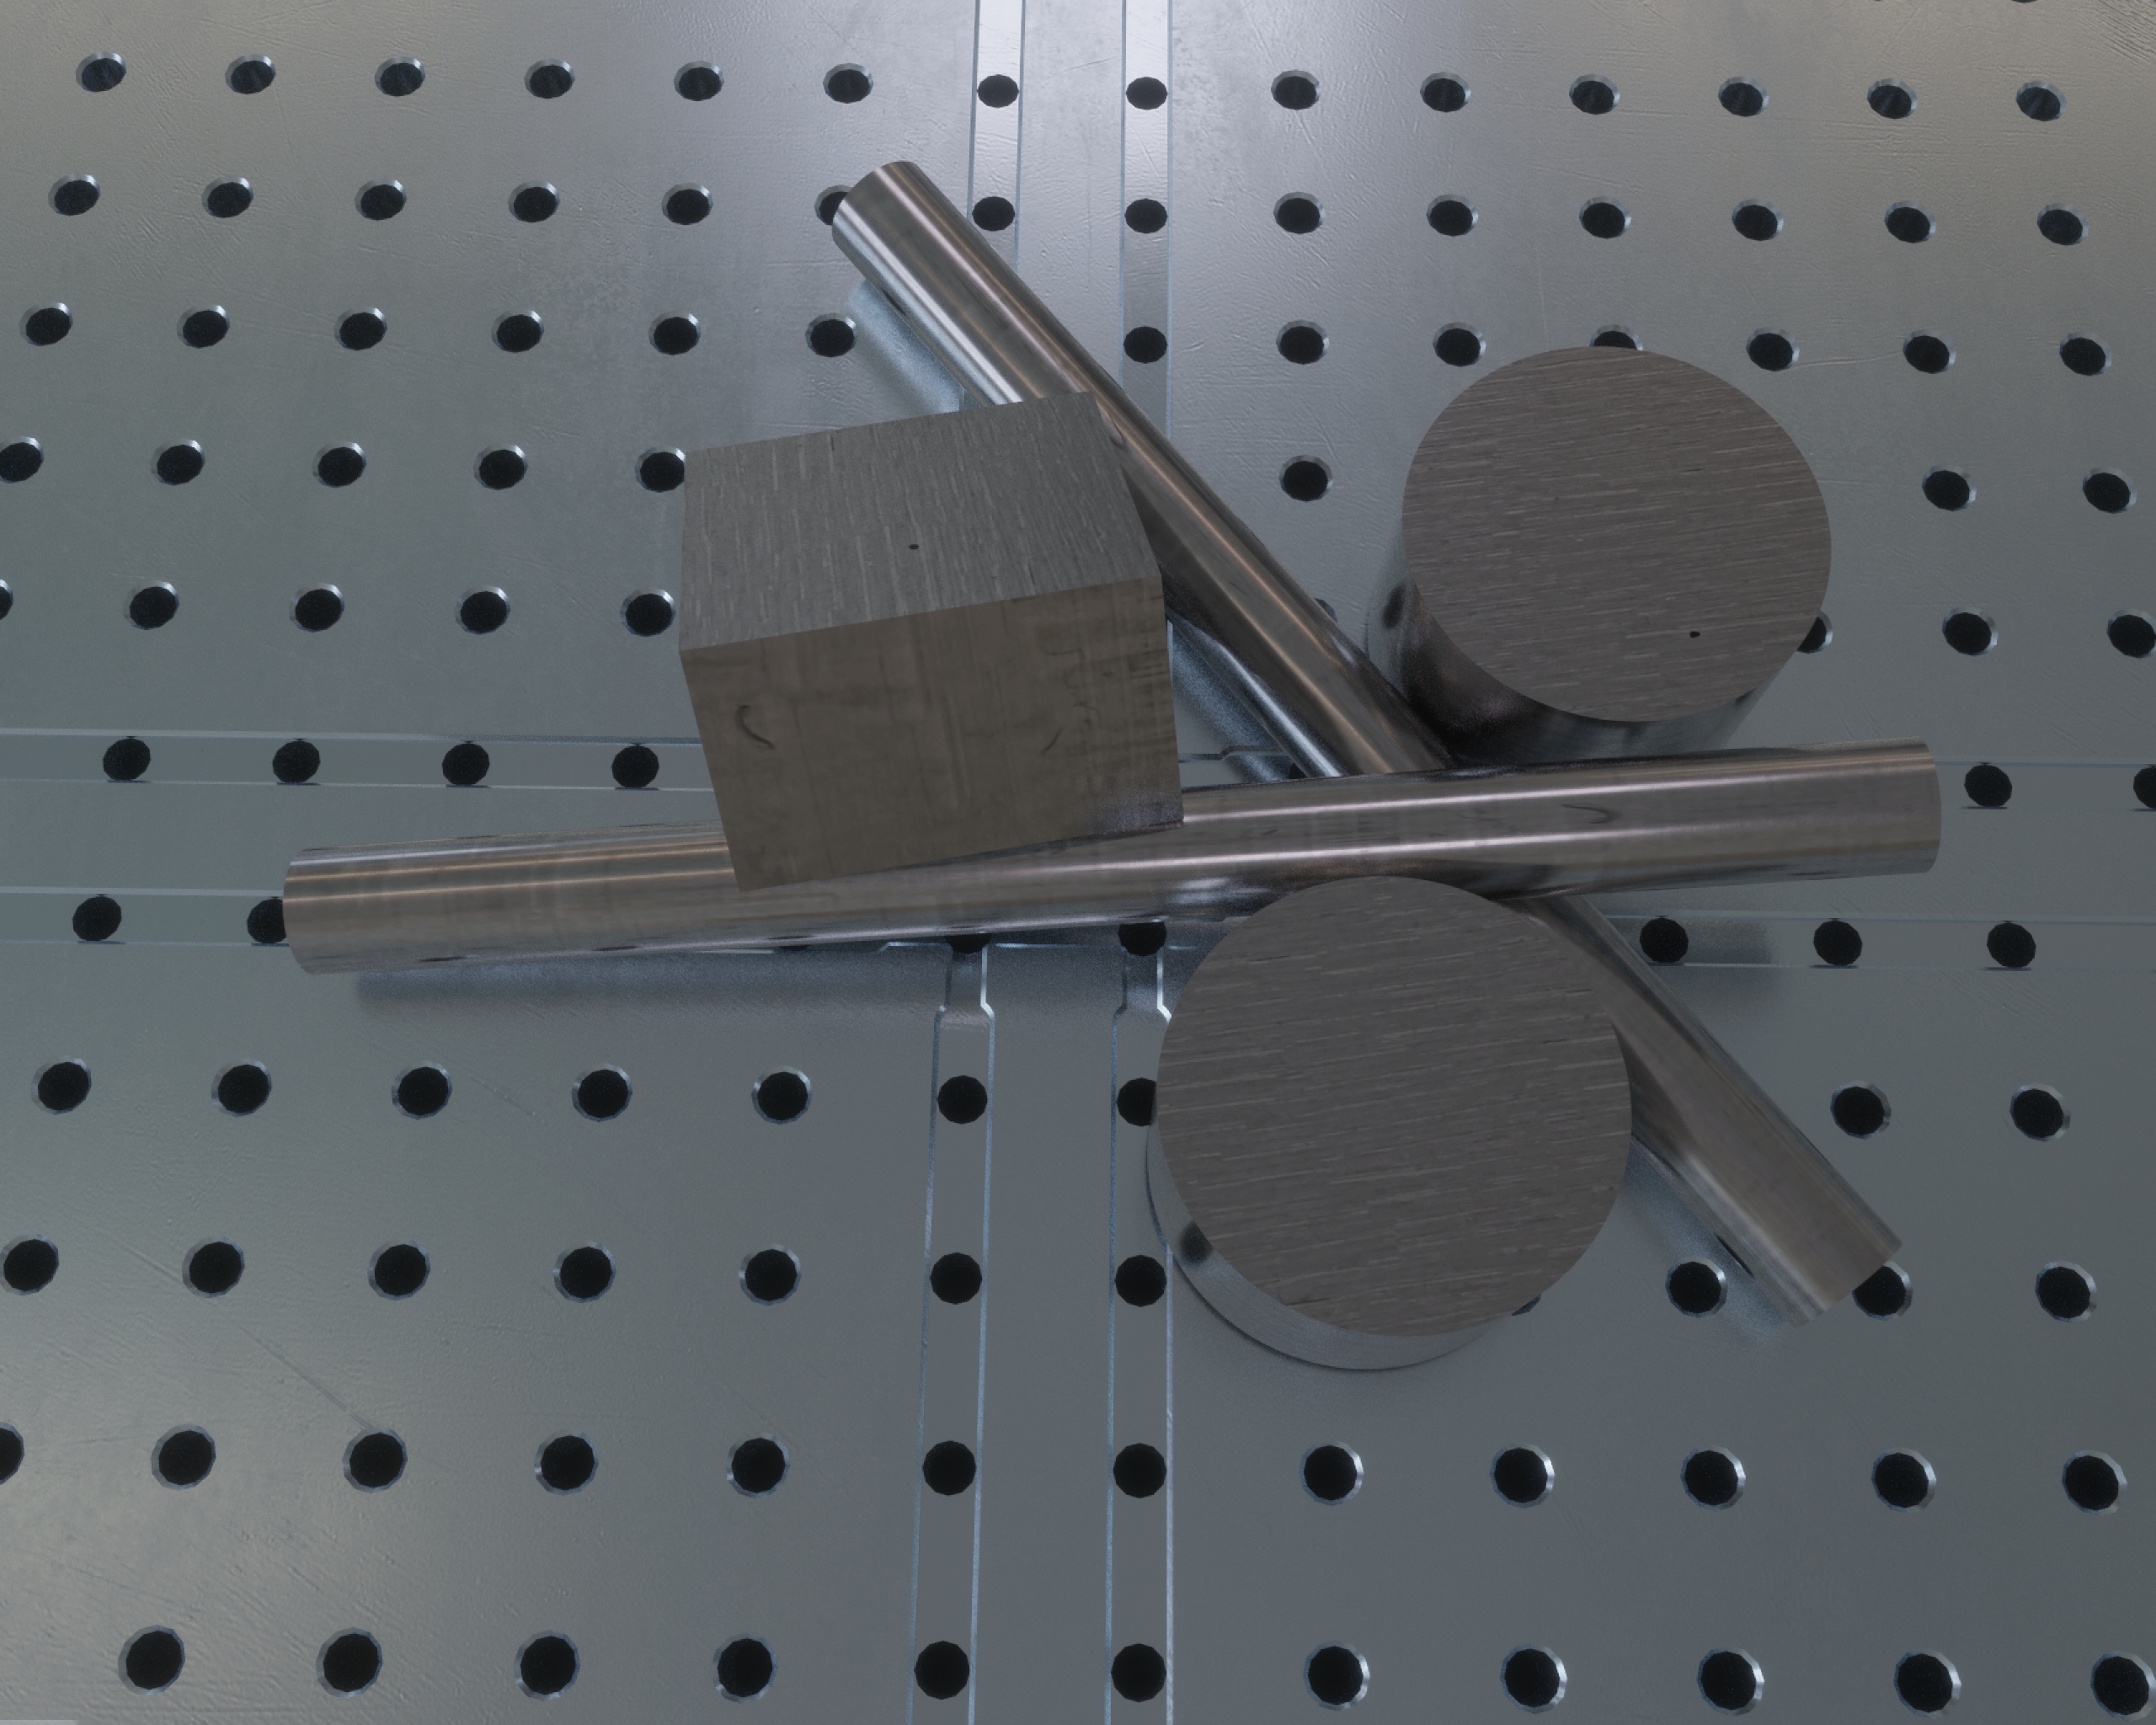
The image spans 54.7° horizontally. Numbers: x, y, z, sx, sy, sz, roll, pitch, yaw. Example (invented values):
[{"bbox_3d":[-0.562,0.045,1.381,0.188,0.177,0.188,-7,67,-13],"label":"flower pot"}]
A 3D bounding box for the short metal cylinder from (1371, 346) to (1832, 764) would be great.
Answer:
[{"bbox_3d":[0.101,-0.055,0.416,0.081,0.050,0.080,0,70,0],"label":"short metal cylinder"}]

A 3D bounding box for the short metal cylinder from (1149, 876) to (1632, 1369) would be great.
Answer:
[{"bbox_3d":[0.054,0.048,0.377,0.081,0.050,0.080,0,70,0],"label":"short metal cylinder"}]

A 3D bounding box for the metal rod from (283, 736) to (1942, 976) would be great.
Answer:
[{"bbox_3d":[0.002,0.000,0.390,0.302,0.025,0.025,-4,70,5],"label":"metal rod"}]

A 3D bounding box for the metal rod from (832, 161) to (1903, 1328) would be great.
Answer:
[{"bbox_3d":[0.048,-0.034,0.421,0.025,0.025,0.300,-36,74,-12],"label":"metal rod"}]

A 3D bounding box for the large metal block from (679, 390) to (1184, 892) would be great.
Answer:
[{"bbox_3d":[-0.029,-0.044,0.391,0.081,0.050,0.080,-9,36,-3],"label":"large metal block"}]
